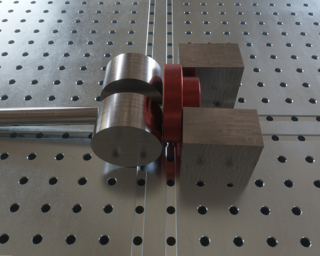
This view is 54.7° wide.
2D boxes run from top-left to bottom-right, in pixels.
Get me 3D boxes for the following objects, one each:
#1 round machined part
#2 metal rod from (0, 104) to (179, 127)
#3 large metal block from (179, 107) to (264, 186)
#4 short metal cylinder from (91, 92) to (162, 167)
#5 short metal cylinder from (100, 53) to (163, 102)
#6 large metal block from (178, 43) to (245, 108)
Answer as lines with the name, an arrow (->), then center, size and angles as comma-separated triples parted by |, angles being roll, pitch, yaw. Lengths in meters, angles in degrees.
round machined part -> 0.026, -0.030, 0.385 | 0.042, 0.097, 0.098 | 1, 50, 1
metal rod -> -0.119, -0.016, 0.405 | 0.302, 0.025, 0.025 | -1, 50, 4
large metal block -> 0.064, 0.023, 0.354 | 0.080, 0.080, 0.050 | 2, 50, 2
short metal cylinder -> -0.037, 0.004, 0.367 | 0.080, 0.080, 0.050 | 1, 51, 1
short metal cylinder -> -0.036, -0.053, 0.416 | 0.080, 0.080, 0.050 | 1, 51, 0
large metal block -> 0.065, -0.069, 0.431 | 0.081, 0.080, 0.050 | 0, 50, 0
